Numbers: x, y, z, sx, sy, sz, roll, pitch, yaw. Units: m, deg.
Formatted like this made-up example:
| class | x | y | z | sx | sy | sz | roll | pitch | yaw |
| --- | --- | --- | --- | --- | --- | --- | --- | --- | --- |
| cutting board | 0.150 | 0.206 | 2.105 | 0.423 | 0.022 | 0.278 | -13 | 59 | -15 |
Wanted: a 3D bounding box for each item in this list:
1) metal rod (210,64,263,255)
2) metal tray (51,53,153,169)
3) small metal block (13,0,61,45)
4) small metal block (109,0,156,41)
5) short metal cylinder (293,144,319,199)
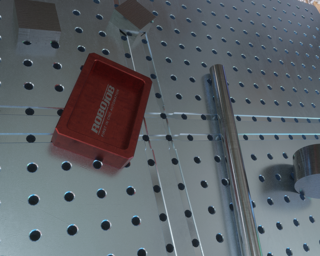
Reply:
| class | x | y | z | sx | sy | sz | roll | pitch | yaw |
| --- | --- | --- | --- | --- | --- | --- | --- | --- | --- |
| metal rod | 0.104 | 0.030 | 0.447 | 0.025 | 0.025 | 0.299 | 11 | 57 | -23 |
| metal tray | -0.066 | -0.025 | 0.385 | 0.091 | 0.030 | 0.130 | 23 | 53 | -15 |
| small metal block | -0.162 | -0.139 | 0.406 | 0.050 | 0.025 | 0.050 | -5 | 64 | -31 |
| small metal block | -0.043 | -0.174 | 0.493 | 0.050 | 0.025 | 0.050 | 39 | 51 | -2 |
| short metal cylinder | 0.245 | 0.067 | 0.467 | 0.080 | 0.080 | 0.050 | 24 | 53 | -14 |
